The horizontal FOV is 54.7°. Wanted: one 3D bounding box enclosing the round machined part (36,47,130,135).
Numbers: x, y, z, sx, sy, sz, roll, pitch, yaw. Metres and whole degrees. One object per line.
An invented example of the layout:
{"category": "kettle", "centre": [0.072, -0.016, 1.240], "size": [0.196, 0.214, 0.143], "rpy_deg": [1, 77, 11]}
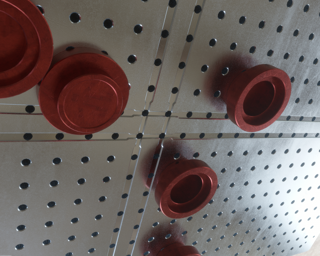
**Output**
{"category": "round machined part", "centre": [-0.079, -0.034, 0.337], "size": [0.099, 0.042, 0.097], "rpy_deg": [-14, 125, -21]}

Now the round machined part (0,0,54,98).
{"category": "round machined part", "centre": [-0.148, -0.078, 0.271], "size": [0.099, 0.042, 0.097], "rpy_deg": [-14, 125, -21]}

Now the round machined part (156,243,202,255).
{"category": "round machined part", "centre": [0.028, 0.254, 0.575], "size": [0.099, 0.042, 0.097], "rpy_deg": [-14, 125, -21]}

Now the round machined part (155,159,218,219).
{"category": "round machined part", "centre": [0.036, 0.088, 0.477], "size": [0.099, 0.042, 0.097], "rpy_deg": [-14, 125, -21]}

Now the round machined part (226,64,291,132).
{"category": "round machined part", "centre": [0.137, -0.046, 0.449], "size": [0.099, 0.042, 0.097], "rpy_deg": [-14, 125, -21]}
